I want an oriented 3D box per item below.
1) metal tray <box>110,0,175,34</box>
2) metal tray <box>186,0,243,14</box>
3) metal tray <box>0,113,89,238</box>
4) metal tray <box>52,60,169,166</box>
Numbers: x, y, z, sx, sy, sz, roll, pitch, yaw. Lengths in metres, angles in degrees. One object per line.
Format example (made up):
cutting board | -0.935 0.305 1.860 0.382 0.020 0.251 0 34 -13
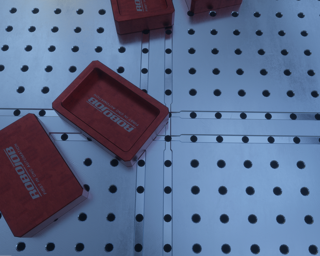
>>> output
metal tray | -0.035 -0.216 0.487 0.091 0.030 0.129 -11 70 -5
metal tray | 0.075 -0.255 0.503 0.091 0.030 0.130 -14 71 -6
metal tray | -0.163 0.057 0.386 0.090 0.030 0.130 -35 74 -12
metal tray | -0.065 -0.022 0.416 0.130 0.030 0.090 35 73 11
